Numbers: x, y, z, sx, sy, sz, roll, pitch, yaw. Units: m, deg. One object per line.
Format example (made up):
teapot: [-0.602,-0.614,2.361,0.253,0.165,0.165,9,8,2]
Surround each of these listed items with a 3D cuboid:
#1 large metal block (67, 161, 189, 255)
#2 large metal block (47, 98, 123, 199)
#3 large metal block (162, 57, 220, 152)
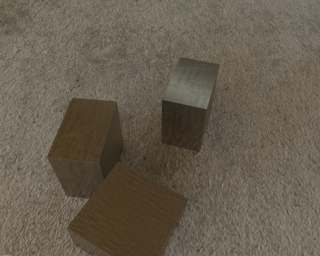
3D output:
large metal block: [-0.029,0.093,0.304,0.080,0.050,0.080,26,55,13]
large metal block: [-0.077,0.024,0.346,0.050,0.080,0.080,5,50,4]
large metal block: [0.038,-0.029,0.392,0.050,0.080,0.080,13,51,11]
